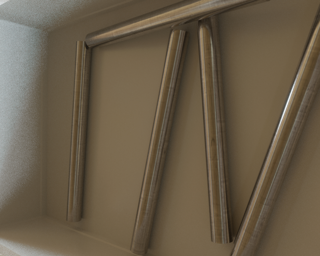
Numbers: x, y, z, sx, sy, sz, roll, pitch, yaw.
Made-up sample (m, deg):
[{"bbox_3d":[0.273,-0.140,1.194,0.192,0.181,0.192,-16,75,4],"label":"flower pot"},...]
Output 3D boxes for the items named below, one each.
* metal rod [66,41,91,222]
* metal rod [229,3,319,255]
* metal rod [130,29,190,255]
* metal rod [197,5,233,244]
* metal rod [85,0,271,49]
[{"bbox_3d":[-0.136,0.008,0.519,0.025,0.025,0.298,7,95,40],"label":"metal rod"},{"bbox_3d":[0.123,0.010,0.304,0.025,0.025,0.298,25,106,37],"label":"metal rod"},{"bbox_3d":[-0.002,0.025,0.408,0.025,0.025,0.298,18,101,38],"label":"metal rod"},{"bbox_3d":[0.061,-0.023,0.356,0.025,0.025,0.298,-6,86,40],"label":"metal rod"},{"bbox_3d":[-0.006,-0.134,0.388,0.300,0.025,0.025,4,92,47],"label":"metal rod"}]
